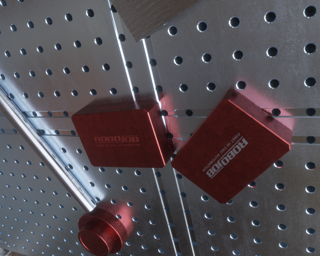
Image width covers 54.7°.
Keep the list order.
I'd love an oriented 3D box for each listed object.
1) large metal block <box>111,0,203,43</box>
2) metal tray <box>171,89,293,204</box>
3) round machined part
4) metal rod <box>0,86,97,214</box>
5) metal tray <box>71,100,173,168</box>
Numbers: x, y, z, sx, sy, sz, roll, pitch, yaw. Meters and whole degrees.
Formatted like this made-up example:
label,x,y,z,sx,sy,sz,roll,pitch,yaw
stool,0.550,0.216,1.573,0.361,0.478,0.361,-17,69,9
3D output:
label,x,y,z,sx,sy,sz,roll,pitch,yaw
large metal block,-0.005,-0.145,0.307,0.080,0.050,0.080,-23,106,36
metal tray,0.083,0.028,0.381,0.090,0.030,0.129,37,129,3
round machined part,-0.114,0.202,0.583,0.098,0.042,0.097,13,124,20
metal rod,-0.212,0.028,0.537,0.025,0.025,0.299,-27,104,37
metal tray,-0.055,0.011,0.442,0.130,0.030,0.089,-3,117,29
